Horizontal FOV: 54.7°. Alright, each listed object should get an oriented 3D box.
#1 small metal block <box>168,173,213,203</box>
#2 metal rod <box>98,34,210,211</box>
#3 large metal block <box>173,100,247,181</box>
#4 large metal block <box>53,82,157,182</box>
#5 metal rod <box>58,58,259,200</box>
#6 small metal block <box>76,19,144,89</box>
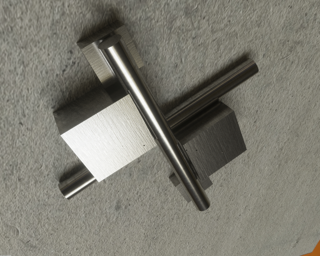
[{"bbox_3d":[0.049,0.083,0.487,0.050,0.025,0.050,-37,129,-4],"label":"small metal block"},{"bbox_3d":[0.009,0.018,0.392,0.025,0.025,0.299,-34,129,-6],"label":"metal rod"},{"bbox_3d":[0.067,0.015,0.438,0.080,0.050,0.080,-34,129,-6],"label":"large metal block"},{"bbox_3d":[-0.062,0.002,0.357,0.080,0.050,0.080,-32,129,-7],"label":"large metal block"},{"bbox_3d":[0.003,-0.002,0.409,0.301,0.025,0.025,-34,129,-6],"label":"metal rod"},{"bbox_3d":[-0.053,-0.079,0.332,0.050,0.025,0.050,-33,129,-7],"label":"small metal block"}]
